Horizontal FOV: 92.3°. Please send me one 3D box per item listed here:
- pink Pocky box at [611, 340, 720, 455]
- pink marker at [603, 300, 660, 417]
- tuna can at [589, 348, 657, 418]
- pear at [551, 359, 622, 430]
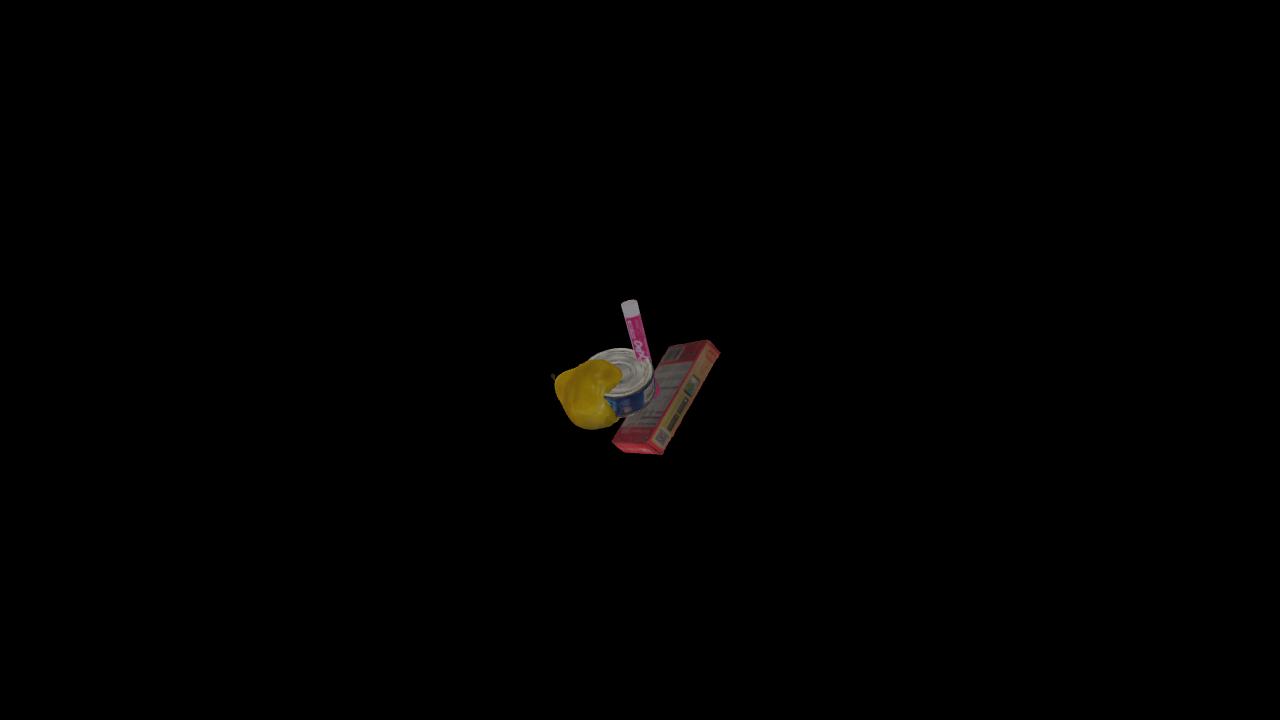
[{"bbox_3d":[0.032,0.045,0.753,0.029,0.155,0.084,42,-26,-21],"label":"pink Pocky box"},{"bbox_3d":[0.002,-0.010,0.702,0.020,0.121,0.020,-12,22,5],"label":"pink marker"},{"bbox_3d":[-0.024,0.024,0.696,0.084,0.034,0.084,-3,43,3],"label":"tuna can"},{"bbox_3d":[-0.069,0.038,0.706,0.111,0.080,0.080,3,2,35],"label":"pear"}]
